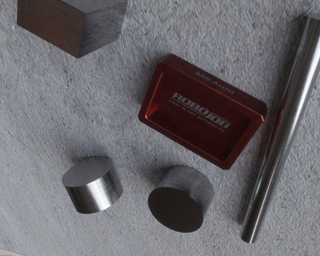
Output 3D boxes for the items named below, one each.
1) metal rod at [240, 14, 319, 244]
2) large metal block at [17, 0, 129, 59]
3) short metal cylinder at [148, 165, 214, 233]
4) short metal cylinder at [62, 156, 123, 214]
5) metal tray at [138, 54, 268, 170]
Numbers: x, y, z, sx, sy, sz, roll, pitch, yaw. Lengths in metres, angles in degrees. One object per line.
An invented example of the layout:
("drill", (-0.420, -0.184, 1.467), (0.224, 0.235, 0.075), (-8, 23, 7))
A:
("metal rod", (0.133, 0.027, 0.353), (0.025, 0.025, 0.298), (17, 125, 18))
("large metal block", (-0.095, -0.128, 0.342), (0.080, 0.080, 0.050), (30, 128, 9))
("short metal cylinder", (0.030, 0.099, 0.436), (0.080, 0.050, 0.079), (13, 124, 21))
("short metal cylinder", (-0.103, 0.086, 0.479), (0.080, 0.080, 0.050), (-3, 117, 29))
("metal tray", (0.046, -0.018, 0.368), (0.130, 0.030, 0.089), (30, 128, 8))
